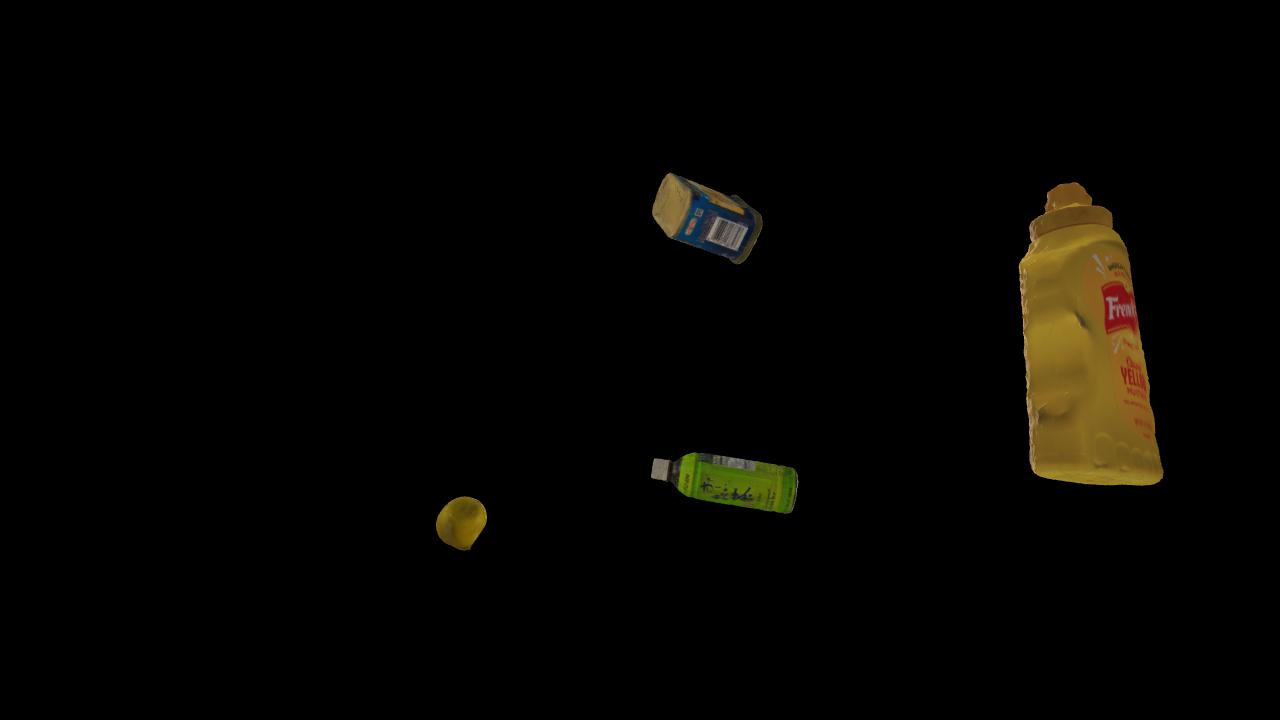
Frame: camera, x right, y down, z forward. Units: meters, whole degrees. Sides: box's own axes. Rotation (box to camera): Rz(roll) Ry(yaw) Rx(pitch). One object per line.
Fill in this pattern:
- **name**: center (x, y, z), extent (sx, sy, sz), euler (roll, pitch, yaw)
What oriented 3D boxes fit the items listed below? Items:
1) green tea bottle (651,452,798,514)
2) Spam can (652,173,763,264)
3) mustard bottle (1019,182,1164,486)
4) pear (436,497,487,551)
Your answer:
- **green tea bottle**: center (0.123, 0.177, 0.916), extent (0.212, 0.073, 0.073), euler (10, 1, 6)
- **Spam can**: center (0.068, -0.152, 0.652), extent (0.085, 0.058, 0.101), euler (15, 25, -23)
- **mustard bottle**: center (0.263, -0.021, 0.368), extent (0.092, 0.184, 0.054), euler (10, -15, -26)
- **pear**: center (-0.286, 0.275, 0.984), extent (0.080, 0.111, 0.080), euler (10, 29, -6)
